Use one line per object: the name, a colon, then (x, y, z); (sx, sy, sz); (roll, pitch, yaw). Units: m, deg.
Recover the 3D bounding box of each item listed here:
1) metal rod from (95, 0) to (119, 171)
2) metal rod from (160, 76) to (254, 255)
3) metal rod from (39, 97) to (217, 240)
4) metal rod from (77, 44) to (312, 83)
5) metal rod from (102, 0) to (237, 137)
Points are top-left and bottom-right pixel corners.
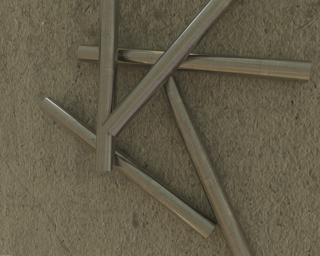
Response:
metal rod: (-0.068, -0.095, 0.405); (0.025, 0.025, 0.298); (2, 90, 20)
metal rod: (0.066, 0.074, 0.385); (0.025, 0.025, 0.299); (-25, 82, 18)
metal rod: (-0.054, 0.046, 0.427); (0.300, 0.025, 0.025); (35, 101, 16)
metal rod: (0.028, -0.086, 0.398); (0.301, 0.025, 0.025); (9, 93, 19)
metal rod: (0.037, -0.109, 0.372); (0.025, 0.025, 0.300); (43, 94, 15)
